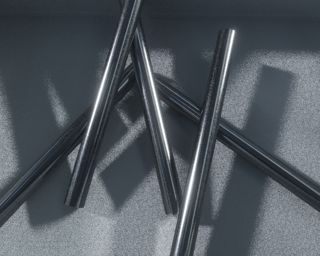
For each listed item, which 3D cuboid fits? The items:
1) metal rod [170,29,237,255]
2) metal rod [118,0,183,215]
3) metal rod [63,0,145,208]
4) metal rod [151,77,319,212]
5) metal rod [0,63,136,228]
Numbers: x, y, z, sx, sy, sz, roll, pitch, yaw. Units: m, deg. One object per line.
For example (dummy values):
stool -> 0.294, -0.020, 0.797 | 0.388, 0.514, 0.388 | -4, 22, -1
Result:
metal rod -> 0.056, 0.012, 0.379 | 0.025, 0.025, 0.299 | 13, 74, 4
metal rod -> -0.014, -0.041, 0.404 | 0.025, 0.025, 0.299 | -12, 78, -4
metal rod -> -0.065, -0.050, 0.391 | 0.025, 0.025, 0.299 | 15, 84, 5
metal rod -> 0.111, 0.026, 0.400 | 0.300, 0.025, 0.025 | 36, 74, 12
metal rod -> -0.123, 0.022, 0.400 | 0.025, 0.025, 0.301 | 37, 74, 12
